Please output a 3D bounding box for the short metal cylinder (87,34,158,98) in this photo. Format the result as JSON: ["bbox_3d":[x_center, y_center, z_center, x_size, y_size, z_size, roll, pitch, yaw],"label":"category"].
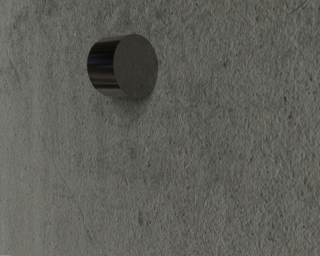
[{"bbox_3d":[-0.048,-0.081,0.410,0.050,0.081,0.080,7,95,40],"label":"short metal cylinder"}]
